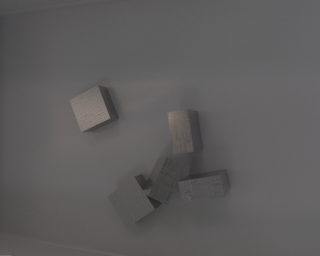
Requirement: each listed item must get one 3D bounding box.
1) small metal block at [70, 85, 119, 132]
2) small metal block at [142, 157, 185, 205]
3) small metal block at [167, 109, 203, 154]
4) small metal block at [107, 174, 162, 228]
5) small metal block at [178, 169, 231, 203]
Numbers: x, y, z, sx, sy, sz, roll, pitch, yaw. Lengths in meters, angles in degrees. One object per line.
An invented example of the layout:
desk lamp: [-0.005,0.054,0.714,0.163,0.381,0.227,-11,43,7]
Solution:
small metal block: [-0.094,-0.027,0.444,0.050,0.025,0.050,-24,82,18]
small metal block: [0.003,0.065,0.386,0.025,0.050,0.050,27,78,-7]
small metal block: [0.033,0.004,0.386,0.025,0.050,0.050,-9,87,20]
small metal block: [-0.035,0.099,0.423,0.050,0.025,0.050,-38,78,16]
small metal block: [0.055,0.070,0.378,0.050,0.050,0.025,-13,86,19]
